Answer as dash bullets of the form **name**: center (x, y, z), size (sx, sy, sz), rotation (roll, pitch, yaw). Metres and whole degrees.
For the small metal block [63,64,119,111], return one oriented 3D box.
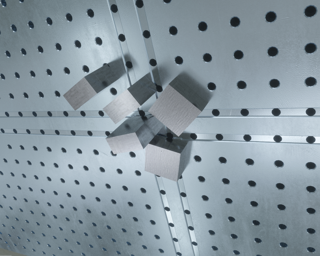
- **small metal block**: center (-0.091, -0.054, 0.408), size (0.050, 0.050, 0.025), rotation (-29, 103, 37)

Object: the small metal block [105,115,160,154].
- **small metal block**: center (-0.036, 0.008, 0.418), size (0.050, 0.050, 0.025), rotation (-12, 113, 33)

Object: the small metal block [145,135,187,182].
- **small metal block**: center (0.007, 0.041, 0.432), size (0.050, 0.025, 0.050), rotation (16, 125, 18)

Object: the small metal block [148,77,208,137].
- **small metal block**: center (0.022, -0.026, 0.383), size (0.050, 0.025, 0.050), rotation (40, 129, 0)

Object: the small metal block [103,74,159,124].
- **small metal block**: center (-0.036, -0.037, 0.390), size (0.050, 0.050, 0.025), rotation (-32, 101, 38)
